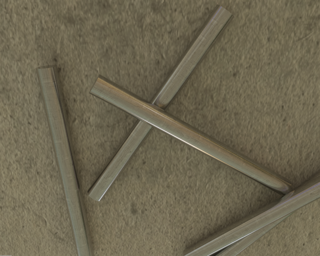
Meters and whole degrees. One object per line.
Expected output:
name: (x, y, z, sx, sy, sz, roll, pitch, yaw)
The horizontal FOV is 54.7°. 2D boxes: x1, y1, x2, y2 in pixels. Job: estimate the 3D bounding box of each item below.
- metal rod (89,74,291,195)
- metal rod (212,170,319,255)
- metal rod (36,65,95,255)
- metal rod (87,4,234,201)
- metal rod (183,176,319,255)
metal rod: (0.052, 0.017, 0.397, 0.301, 0.025, 0.025, 28, 108, -18)
metal rod: (0.154, 0.146, 0.465, 0.025, 0.025, 0.299, 43, 104, -15)
metal rod: (-0.127, 0.064, 0.431, 0.025, 0.025, 0.298, -5, 110, 1)
metal rod: (-0.008, -0.020, 0.402, 0.025, 0.025, 0.299, 33, 107, -12)
metal rod: (0.159, 0.119, 0.439, 0.300, 0.025, 0.025, -36, 107, 18)
